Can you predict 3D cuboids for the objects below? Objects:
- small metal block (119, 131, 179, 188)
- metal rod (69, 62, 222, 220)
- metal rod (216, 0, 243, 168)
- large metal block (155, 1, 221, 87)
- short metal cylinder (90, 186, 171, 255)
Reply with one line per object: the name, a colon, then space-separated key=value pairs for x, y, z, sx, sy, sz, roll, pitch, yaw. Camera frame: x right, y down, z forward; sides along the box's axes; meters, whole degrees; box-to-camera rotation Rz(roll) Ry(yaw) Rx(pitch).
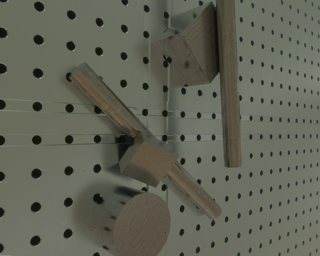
small metal block: x=-0.014 y=0.039 z=0.378 sx=0.050 sy=0.025 sz=0.050 roll=27 pitch=107 yaw=-26
metal rod: x=-0.002 y=0.034 z=0.409 sx=0.300 sy=0.025 sz=0.025 roll=48 pitch=61 yaw=-30
metal rod: x=0.093 y=-0.095 z=0.424 sx=0.025 sy=0.025 sz=0.298 roll=-6 pitch=94 yaw=-40
large metal block: x=0.053 y=-0.117 z=0.440 sx=0.080 sy=0.050 sz=0.080 roll=-51 pitch=120 yaw=-28
short metal cylinder: x=-0.034 y=0.113 z=0.366 sx=0.081 sy=0.050 sz=0.079 roll=0 pitch=90 yaw=-40
